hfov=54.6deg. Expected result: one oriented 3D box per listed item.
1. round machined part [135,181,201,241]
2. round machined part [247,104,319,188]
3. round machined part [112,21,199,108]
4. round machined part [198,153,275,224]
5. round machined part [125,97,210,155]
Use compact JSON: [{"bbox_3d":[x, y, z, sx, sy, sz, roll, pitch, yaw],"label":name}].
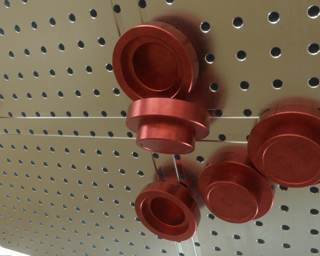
[{"bbox_3d":[0.015,0.119,0.467,0.098,0.042,0.097,13,124,21],"label":"round machined part"},{"bbox_3d":[0.145,0.026,0.340,0.098,0.042,0.097,13,124,21],"label":"round machined part"},{"bbox_3d":[-0.002,-0.073,0.357,0.098,0.042,0.097,13,124,21],"label":"round machined part"},{"bbox_3d":[0.095,0.084,0.402,0.098,0.042,0.097,13,124,21],"label":"round machined part"},{"bbox_3d":[0.008,0.003,0.363,0.098,0.042,0.098,6,162,2],"label":"round machined part"}]
